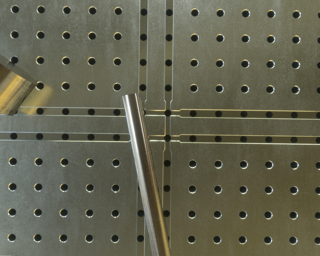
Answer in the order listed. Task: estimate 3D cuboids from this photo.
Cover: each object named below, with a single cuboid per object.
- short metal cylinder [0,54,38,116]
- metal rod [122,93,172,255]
[{"bbox_3d":[-0.202,-0.059,0.383,0.080,0.080,0.050,37,90,-1],"label":"short metal cylinder"},{"bbox_3d":[-0.010,0.103,0.413,0.025,0.025,0.298,-11,90,0],"label":"metal rod"}]
